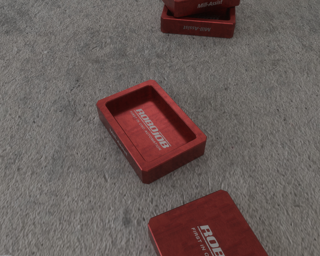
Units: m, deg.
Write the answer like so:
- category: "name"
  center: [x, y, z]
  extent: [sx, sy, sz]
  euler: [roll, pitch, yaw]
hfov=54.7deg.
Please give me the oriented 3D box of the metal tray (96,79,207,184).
- category: "metal tray"
  center: [-0.014, -0.001, 0.400]
  extent: [0.091, 0.030, 0.130]
  euler: [-25, 55, -20]

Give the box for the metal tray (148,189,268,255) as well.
- category: "metal tray"
  center: [0.053, 0.132, 0.289]
  extent: [0.091, 0.030, 0.130]
  euler: [-18, 52, -15]

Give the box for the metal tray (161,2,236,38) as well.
- category: "metal tray"
  center: [0.072, -0.210, 0.576]
  extent: [0.131, 0.030, 0.090]
  euler: [6, 50, 5]

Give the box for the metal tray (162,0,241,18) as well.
- category: "metal tray"
  center: [0.072, -0.250, 0.570]
  extent: [0.131, 0.030, 0.090]
  euler: [-16, 52, -13]
